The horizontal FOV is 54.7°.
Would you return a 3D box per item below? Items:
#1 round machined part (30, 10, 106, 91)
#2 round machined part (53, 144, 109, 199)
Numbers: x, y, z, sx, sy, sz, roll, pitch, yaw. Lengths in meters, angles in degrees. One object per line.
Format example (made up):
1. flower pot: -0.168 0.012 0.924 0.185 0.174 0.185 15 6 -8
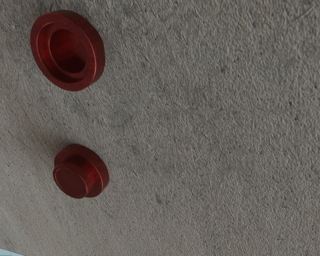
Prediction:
1. round machined part: -0.111 -0.099 0.393 0.098 0.042 0.097 13 124 21
2. round machined part: -0.138 0.079 0.518 0.098 0.042 0.097 13 124 21
